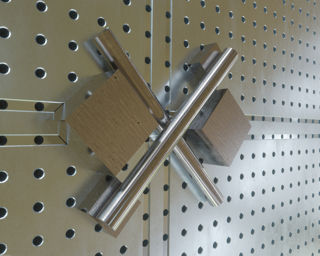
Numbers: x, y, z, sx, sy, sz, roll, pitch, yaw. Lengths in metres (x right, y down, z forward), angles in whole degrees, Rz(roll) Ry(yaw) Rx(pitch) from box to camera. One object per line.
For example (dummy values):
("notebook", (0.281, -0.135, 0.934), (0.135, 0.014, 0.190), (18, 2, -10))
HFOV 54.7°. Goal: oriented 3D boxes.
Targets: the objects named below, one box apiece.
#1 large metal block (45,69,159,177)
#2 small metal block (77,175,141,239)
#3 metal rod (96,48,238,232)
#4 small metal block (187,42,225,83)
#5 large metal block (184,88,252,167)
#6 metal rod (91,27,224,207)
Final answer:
("large metal block", (-0.061, -0.006, 0.342), (0.080, 0.050, 0.080), (-51, 120, -28))
("small metal block", (-0.058, 0.090, 0.361), (0.050, 0.025, 0.050), (52, 60, -27))
("metal rod", (0.024, -0.004, 0.396), (0.301, 0.025, 0.025), (-52, 121, -27))
("small metal block", (0.076, -0.093, 0.473), (0.050, 0.025, 0.050), (-52, 120, -27))
("large metal block", (0.083, -0.001, 0.462), (0.080, 0.050, 0.080), (51, 60, -28))
("metal rod", (0.010, 0.003, 0.416), (0.025, 0.025, 0.299), (-50, 120, -28))
